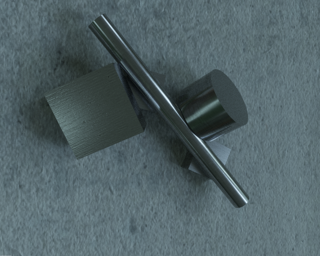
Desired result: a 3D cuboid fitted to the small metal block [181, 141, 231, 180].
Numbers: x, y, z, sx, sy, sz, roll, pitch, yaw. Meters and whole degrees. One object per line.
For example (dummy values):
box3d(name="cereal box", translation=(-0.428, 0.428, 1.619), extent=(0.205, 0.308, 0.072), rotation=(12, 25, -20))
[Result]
box3d(name="small metal block", translation=(0.065, 0.042, 0.436), extent=(0.050, 0.025, 0.050), rotation=(26, 81, -19))

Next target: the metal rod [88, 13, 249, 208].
box3d(name="metal rod", translation=(0.020, -0.012, 0.392), extent=(0.025, 0.025, 0.300), rotation=(-43, 104, -15))

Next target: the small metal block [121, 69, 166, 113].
box3d(name="small metal block", translation=(-0.025, -0.049, 0.402), extent=(0.050, 0.025, 0.050), rotation=(13, 86, -20))

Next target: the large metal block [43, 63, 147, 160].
box3d(name="large metal block", translation=(-0.070, -0.021, 0.354), extent=(0.080, 0.050, 0.080), rotation=(-23, 100, 5))

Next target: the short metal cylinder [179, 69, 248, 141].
box3d(name="short metal cylinder", translation=(0.070, -0.029, 0.403), extent=(0.080, 0.050, 0.080), rotation=(33, 42, -35))
